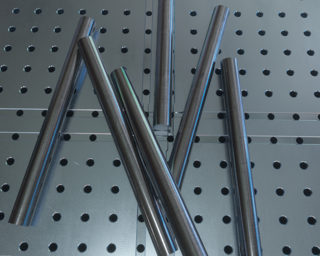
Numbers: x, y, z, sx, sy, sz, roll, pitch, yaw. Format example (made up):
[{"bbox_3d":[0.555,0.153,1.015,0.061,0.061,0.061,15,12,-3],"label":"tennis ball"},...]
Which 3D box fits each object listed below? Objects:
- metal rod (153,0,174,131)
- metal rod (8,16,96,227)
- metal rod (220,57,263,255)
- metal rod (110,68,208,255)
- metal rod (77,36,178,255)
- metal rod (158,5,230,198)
[{"bbox_3d":[0.008,-0.141,0.463,0.025,0.025,0.299,2,70,1],"label":"metal rod"},{"bbox_3d":[-0.138,-0.023,0.419,0.025,0.025,0.299,11,70,4],"label":"metal rod"},{"bbox_3d":[0.103,0.046,0.395,0.025,0.025,0.299,-1,70,-1],"label":"metal rod"},{"bbox_3d":[-0.003,0.045,0.372,0.025,0.025,0.299,-21,63,-7],"label":"metal rod"},{"bbox_3d":[-0.047,0.012,0.396,0.025,0.025,0.299,-21,75,-7],"label":"metal rod"},{"bbox_3d":[0.052,-0.045,0.428,0.025,0.025,0.300,16,71,6],"label":"metal rod"}]
